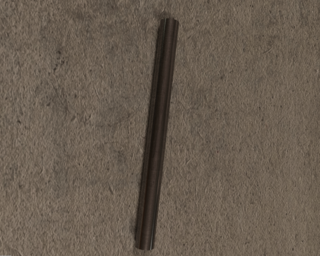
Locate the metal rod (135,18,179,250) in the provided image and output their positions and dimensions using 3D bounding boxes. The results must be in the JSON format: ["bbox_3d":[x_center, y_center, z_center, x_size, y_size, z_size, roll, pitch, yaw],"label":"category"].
[{"bbox_3d":[-0.003,0.006,0.408,0.025,0.025,0.298,7,88,-20],"label":"metal rod"}]
